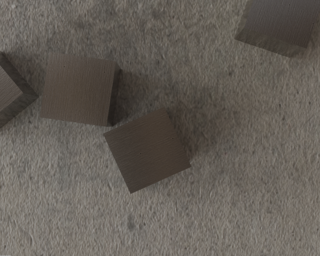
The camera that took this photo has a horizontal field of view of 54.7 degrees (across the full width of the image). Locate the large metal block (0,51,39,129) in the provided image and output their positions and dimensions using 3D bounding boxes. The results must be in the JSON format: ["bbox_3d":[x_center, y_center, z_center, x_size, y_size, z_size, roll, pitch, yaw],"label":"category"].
[{"bbox_3d":[-0.220,-0.047,0.395,0.080,0.050,0.080,-39,91,0],"label":"large metal block"}]

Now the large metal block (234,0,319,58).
[{"bbox_3d":[0.153,-0.147,0.399,0.080,0.050,0.080,19,90,-1],"label":"large metal block"}]

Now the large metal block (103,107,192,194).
[{"bbox_3d":[-0.015,0.027,0.397,0.080,0.050,0.080,-24,90,-1],"label":"large metal block"}]

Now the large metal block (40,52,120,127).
[{"bbox_3d":[-0.099,-0.047,0.396,0.081,0.050,0.080,8,90,-1],"label":"large metal block"}]
